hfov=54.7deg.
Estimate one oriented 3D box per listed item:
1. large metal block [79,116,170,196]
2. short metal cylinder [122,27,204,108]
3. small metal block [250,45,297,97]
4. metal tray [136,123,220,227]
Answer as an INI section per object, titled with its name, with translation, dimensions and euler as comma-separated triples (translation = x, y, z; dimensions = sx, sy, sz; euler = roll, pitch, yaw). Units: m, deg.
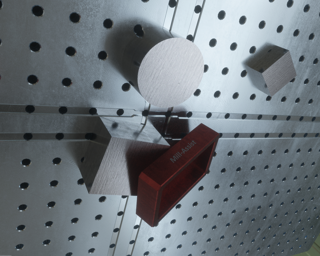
[large metal block]
translation = -0.046, 0.038, 0.395
dimensions = 0.081, 0.050, 0.079
euler = 11, 113, -33
[short metal cylinder]
translation = 0.003, -0.070, 0.355
dimensions = 0.081, 0.050, 0.079
euler = -14, 125, -21
[small metal block]
translation = 0.167, -0.083, 0.454
dimensions = 0.050, 0.025, 0.050
euler = -40, 130, -1
[metal tray]
translation = 0.025, 0.061, 0.415
dimensions = 0.131, 0.030, 0.089
euler = -36, 148, -37
